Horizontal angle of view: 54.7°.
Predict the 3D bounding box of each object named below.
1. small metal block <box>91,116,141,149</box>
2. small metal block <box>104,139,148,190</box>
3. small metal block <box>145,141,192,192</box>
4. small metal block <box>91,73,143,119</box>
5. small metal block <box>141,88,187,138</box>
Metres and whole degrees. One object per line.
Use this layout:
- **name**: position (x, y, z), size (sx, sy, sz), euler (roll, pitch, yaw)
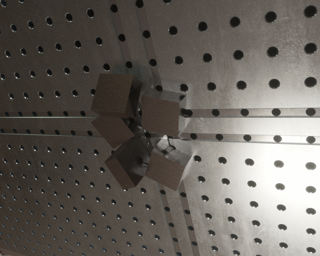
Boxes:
- **small metal block**: position (-0.061, -0.005, 0.439), size (0.050, 0.025, 0.050), euler (-32, 101, 38)
- **small metal block**: position (-0.045, 0.053, 0.450), size (0.025, 0.050, 0.050), euler (-21, 108, 35)
- **small metal block**: position (0.011, 0.054, 0.438), size (0.050, 0.025, 0.050), euler (25, 127, 12)
- **small metal block**: position (-0.055, -0.041, 0.395), size (0.050, 0.025, 0.050), euler (6, 77, 24)
- **small metal block**: position (0.005, -0.020, 0.395), size (0.050, 0.025, 0.050), euler (13, 124, 20)
